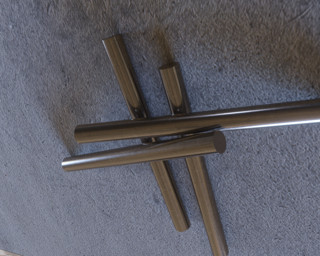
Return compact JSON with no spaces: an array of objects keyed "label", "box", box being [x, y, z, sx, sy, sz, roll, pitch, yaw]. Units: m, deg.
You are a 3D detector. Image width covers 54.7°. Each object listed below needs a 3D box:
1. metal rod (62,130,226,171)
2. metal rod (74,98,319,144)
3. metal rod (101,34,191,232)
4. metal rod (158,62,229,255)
[{"label":"metal rod","box":[-0.046,0.038,0.425,0.300,0.025,0.025,-12,113,42]},{"label":"metal rod","box":[0.037,-0.005,0.353,0.301,0.025,0.025,-6,116,20]},{"label":"metal rod","box":[-0.011,0.022,0.424,0.025,0.025,0.298,-6,116,30]},{"label":"metal rod","box":[0.051,0.059,0.415,0.025,0.025,0.298,-4,117,29]}]
